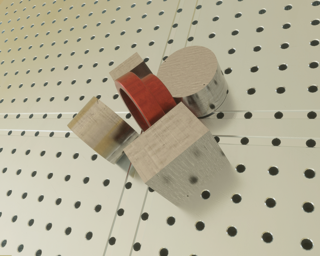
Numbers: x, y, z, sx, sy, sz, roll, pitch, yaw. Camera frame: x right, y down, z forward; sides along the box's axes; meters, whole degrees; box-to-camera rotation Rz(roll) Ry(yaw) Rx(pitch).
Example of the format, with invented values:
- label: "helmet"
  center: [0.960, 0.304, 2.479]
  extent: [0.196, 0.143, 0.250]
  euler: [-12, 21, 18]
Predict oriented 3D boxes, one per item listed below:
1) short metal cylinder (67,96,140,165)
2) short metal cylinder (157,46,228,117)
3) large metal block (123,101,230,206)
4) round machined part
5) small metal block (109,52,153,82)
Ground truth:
- label: "short metal cylinder"
  center: [-0.073, 0.003, 0.407]
  extent: [0.080, 0.080, 0.050]
  euler: [35, 82, 38]
- label: "short metal cylinder"
  center: [0.043, -0.060, 0.405]
  extent: [0.080, 0.050, 0.080]
  euler: [-13, 56, 20]
- label: "large metal block"
  center: [0.021, 0.031, 0.343]
  extent: [0.080, 0.080, 0.050]
  euler: [-40, 51, 1]
- label: "round machined part"
  center: [-0.011, -0.028, 0.384]
  extent: [0.042, 0.098, 0.098]
  euler: [-34, 51, -10]
- label: "small metal block"
  center: [-0.038, -0.074, 0.456]
  extent: [0.050, 0.050, 0.025]
  euler: [-36, 52, 4]
